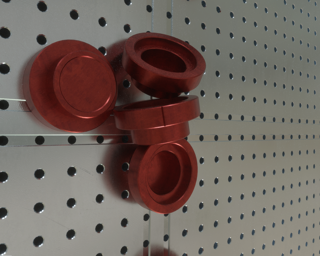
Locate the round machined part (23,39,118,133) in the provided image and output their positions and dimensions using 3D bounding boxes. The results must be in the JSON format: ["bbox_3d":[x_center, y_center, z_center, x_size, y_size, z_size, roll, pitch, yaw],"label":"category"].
[{"bbox_3d":[-0.086,-0.044,0.325,0.099,0.042,0.097,0,90,-40],"label":"round machined part"}]

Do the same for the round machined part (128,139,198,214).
[{"bbox_3d":[-0.001,0.056,0.396,0.099,0.042,0.097,-2,93,-40],"label":"round machined part"}]

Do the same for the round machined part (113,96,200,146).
[{"bbox_3d":[-0.002,-0.009,0.359,0.099,0.098,0.042,-17,104,-39],"label":"round machined part"}]

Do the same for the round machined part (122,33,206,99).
[{"bbox_3d":[0.002,-0.072,0.376,0.099,0.098,0.042,-22,146,-38],"label":"round machined part"}]
